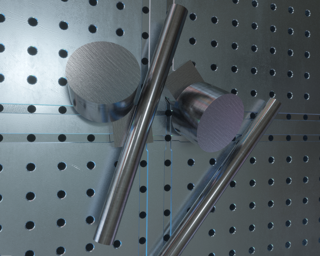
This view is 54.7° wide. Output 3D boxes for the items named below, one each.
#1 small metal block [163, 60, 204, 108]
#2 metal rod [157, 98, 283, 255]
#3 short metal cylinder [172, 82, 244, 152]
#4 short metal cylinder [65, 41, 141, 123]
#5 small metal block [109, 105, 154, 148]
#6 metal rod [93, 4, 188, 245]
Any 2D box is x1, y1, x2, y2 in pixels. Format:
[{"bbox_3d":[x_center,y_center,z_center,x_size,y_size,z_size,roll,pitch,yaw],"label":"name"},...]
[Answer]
[{"bbox_3d":[0.032,-0.057,0.424,0.050,0.025,0.050,-38,102,-16],"label":"small metal block"},{"bbox_3d":[0.086,0.077,0.444,0.025,0.025,0.300,42,77,-15],"label":"metal rod"},{"bbox_3d":[0.063,-0.015,0.405,0.081,0.050,0.079,-19,124,-30],"label":"short metal cylinder"},{"bbox_3d":[-0.065,-0.052,0.360,0.081,0.050,0.080,4,67,-9],"label":"short metal cylinder"},{"bbox_3d":[-0.039,-0.003,0.398,0.050,0.025,0.050,-7,93,-20],"label":"small metal block"},{"bbox_3d":[-0.021,-0.010,0.378,0.025,0.025,0.299,20,83,-19],"label":"metal rod"}]
